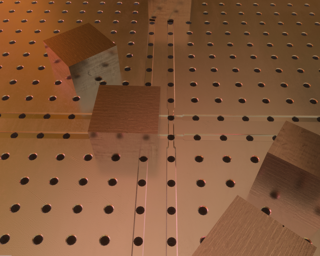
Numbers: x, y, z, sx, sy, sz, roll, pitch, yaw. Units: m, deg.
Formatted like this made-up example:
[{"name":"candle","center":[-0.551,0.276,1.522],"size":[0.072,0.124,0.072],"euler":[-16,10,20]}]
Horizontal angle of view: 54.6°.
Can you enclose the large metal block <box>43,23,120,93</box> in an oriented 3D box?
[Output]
[{"name":"large metal block","center":[-0.121,-0.112,0.485],"size":[0.080,0.050,0.080],"euler":[-32,57,-24]}]

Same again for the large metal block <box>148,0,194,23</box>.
[{"name":"large metal block","center":[0.024,-0.253,0.605],"size":[0.080,0.050,0.080],"euler":[7,50,6]}]

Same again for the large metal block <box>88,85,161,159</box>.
[{"name":"large metal block","center":[-0.041,-0.009,0.399],"size":[0.080,0.050,0.080],"euler":[2,50,1]}]

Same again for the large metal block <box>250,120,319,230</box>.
[{"name":"large metal block","center":[0.152,0.051,0.330],"size":[0.080,0.080,0.050],"euler":[28,56,21]}]

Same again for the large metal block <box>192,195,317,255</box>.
[{"name":"large metal block","center":[0.081,0.125,0.287],"size":[0.080,0.050,0.080],"euler":[33,57,24]}]
